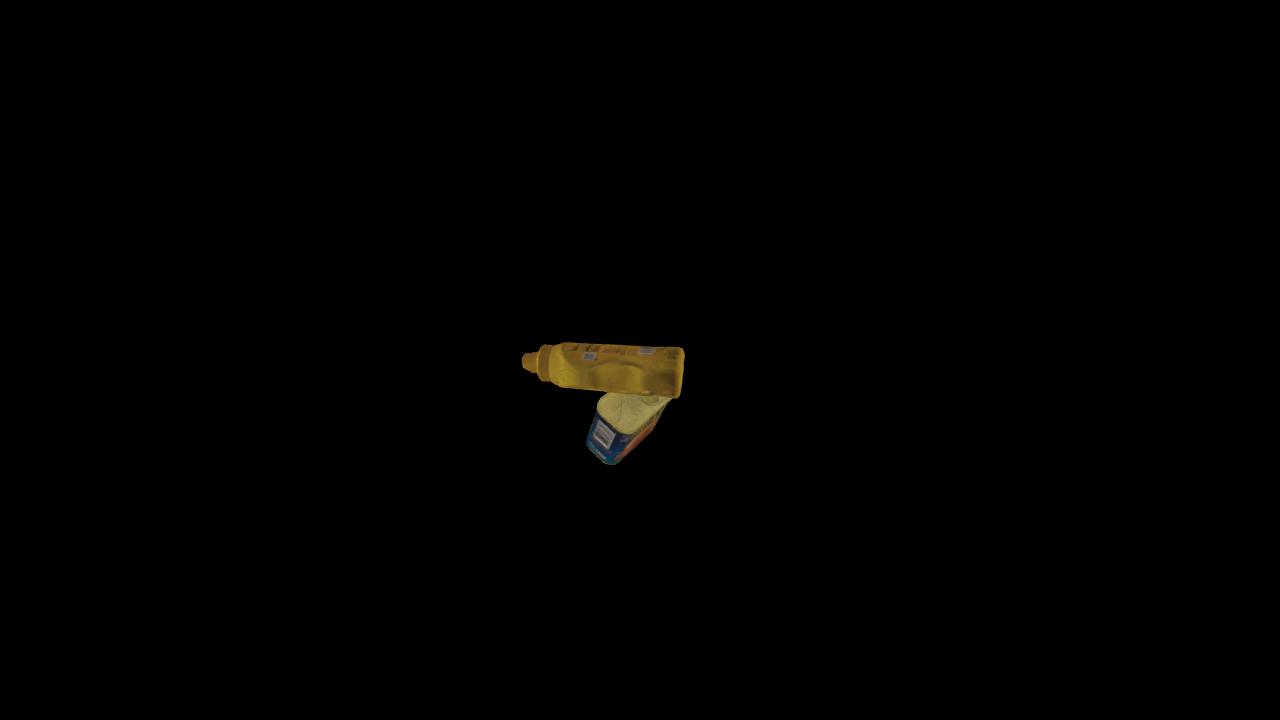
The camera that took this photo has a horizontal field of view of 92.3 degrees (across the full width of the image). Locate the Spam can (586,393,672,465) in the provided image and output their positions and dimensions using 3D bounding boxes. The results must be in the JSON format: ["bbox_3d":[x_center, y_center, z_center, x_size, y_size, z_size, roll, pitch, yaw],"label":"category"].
[{"bbox_3d":[-0.014,0.069,0.748,0.101,0.058,0.085,-38,-17,-37],"label":"Spam can"}]

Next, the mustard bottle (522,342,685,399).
[{"bbox_3d":[-0.044,0.007,0.696,0.184,0.054,0.092,4,21,6],"label":"mustard bottle"}]
